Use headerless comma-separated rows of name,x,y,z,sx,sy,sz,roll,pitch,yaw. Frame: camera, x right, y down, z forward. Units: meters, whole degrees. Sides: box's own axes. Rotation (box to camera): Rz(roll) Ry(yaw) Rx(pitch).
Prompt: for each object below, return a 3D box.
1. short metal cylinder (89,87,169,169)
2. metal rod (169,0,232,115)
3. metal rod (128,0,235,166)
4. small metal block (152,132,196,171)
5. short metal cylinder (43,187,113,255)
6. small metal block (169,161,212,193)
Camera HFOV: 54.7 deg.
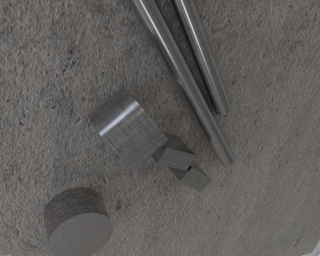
short metal cylinder,-0.034,0.000,0.352,0.050,0.080,0.080,-40,130,-1
metal rod,0.030,-0.127,0.344,0.025,0.025,0.299,-35,129,-5
metal rod,0.042,-0.044,0.401,0.025,0.025,0.300,-38,129,-3
small metal block,0.011,0.028,0.414,0.050,0.050,0.025,18,109,-35
short metal cylinder,-0.108,0.126,0.409,0.081,0.050,0.079,-14,124,-21
small metal block,0.040,0.062,0.451,0.025,0.050,0.050,-49,129,7
